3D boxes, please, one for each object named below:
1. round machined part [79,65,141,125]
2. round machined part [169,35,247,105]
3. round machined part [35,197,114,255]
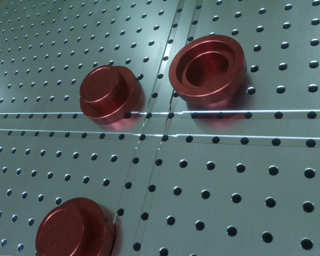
[{"bbox_3d":[-0.083,-0.057,0.474,0.098,0.042,0.098,-13,56,20],"label":"round machined part"},{"bbox_3d":[0.064,-0.071,0.406,0.098,0.042,0.098,-13,56,20],"label":"round machined part"},{"bbox_3d":[-0.108,0.131,0.372,0.098,0.042,0.098,-13,56,20],"label":"round machined part"}]
